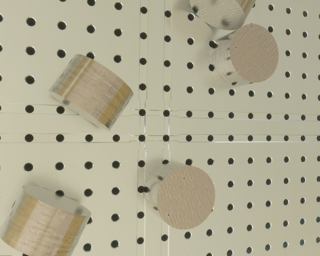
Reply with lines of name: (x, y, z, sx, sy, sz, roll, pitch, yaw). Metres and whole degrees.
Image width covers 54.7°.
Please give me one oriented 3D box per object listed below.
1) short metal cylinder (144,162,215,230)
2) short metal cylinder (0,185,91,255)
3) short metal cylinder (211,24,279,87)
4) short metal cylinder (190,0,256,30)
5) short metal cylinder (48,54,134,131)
short metal cylinder: (0.025, 0.087, 0.410, 0.081, 0.050, 0.079, 0, 90, -20)
short metal cylinder: (-0.123, 0.102, 0.338, 0.080, 0.080, 0.050, 28, 81, -18)
short metal cylinder: (0.121, -0.102, 0.445, 0.081, 0.050, 0.079, 0, 90, -21)
short metal cylinder: (0.087, -0.178, 0.417, 0.080, 0.080, 0.050, 32, 80, -18)
short metal cylinder: (-0.078, -0.039, 0.355, 0.080, 0.080, 0.050, 35, 79, -17)
